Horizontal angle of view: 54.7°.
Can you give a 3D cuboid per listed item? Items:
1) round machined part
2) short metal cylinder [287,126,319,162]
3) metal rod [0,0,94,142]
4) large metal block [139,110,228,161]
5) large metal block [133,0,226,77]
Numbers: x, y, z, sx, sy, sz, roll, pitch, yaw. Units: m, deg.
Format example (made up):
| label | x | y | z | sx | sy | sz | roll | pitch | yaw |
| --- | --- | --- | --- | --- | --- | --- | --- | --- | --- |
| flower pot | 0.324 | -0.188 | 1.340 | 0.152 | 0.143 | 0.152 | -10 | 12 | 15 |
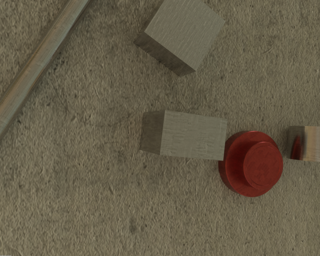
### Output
| label | x | y | z | sx | sy | sz | roll | pitch | yaw |
| --- | --- | --- | --- | --- | --- | --- | --- | --- | --- |
| round machined part | 0.139 | 0.053 | 0.453 | 0.099 | 0.042 | 0.097 | 0 | 90 | -21 |
| short metal cylinder | 0.237 | 0.025 | 0.470 | 0.081 | 0.080 | 0.050 | 5 | 89 | -20 |
| metal rod | -0.150 | -0.057 | 0.353 | 0.025 | 0.025 | 0.300 | 33 | 79 | -18 |
| large metal block | 0.026 | 0.009 | 0.391 | 0.081 | 0.080 | 0.050 | 7 | 88 | -20 |
| large metal block | 0.025 | -0.126 | 0.406 | 0.080 | 0.050 | 0.080 | 34 | 79 | -17 |
